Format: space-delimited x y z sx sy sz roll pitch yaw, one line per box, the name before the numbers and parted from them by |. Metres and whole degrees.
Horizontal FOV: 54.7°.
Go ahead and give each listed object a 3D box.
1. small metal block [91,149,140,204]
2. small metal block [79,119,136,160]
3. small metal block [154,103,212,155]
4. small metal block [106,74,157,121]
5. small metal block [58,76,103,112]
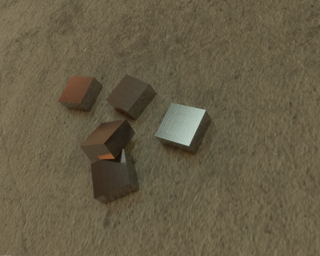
small metal block | -0.058 0.062 0.395 0.050 0.025 0.050 -25 53 12
small metal block | -0.069 0.016 0.410 0.050 0.025 0.050 -8 33 40
small metal block | 0.029 0.000 0.387 0.050 0.025 0.050 15 69 34
small metal block | -0.042 -0.046 0.452 0.050 0.025 0.050 28 77 37
small metal block | -0.129 -0.056 0.504 0.050 0.025 0.050 8 65 31
